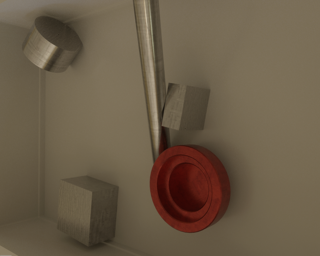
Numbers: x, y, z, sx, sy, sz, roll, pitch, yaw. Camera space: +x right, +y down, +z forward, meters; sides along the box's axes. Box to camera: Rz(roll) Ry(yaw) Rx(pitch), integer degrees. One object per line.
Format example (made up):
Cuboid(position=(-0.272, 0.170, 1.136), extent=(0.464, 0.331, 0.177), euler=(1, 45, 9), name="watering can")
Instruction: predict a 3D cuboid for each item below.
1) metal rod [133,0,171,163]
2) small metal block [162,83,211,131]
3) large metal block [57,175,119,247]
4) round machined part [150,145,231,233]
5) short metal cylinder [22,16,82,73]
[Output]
Cuboid(position=(-0.010, -0.082, 0.326), extent=(0.025, 0.025, 0.298), euler=(23, 132, 37), name="metal rod")
Cuboid(position=(0.031, -0.024, 0.363), extent=(0.025, 0.050, 0.050), euler=(15, 100, 38), name="small metal block")
Cuboid(position=(-0.113, 0.124, 0.481), extent=(0.080, 0.050, 0.079), euler=(8, 95, 39), name="large metal block")
Cuboid(position=(0.038, 0.068, 0.363), extent=(0.098, 0.042, 0.097), euler=(0, 90, 39), name="round machined part")
Cuboid(position=(-0.179, -0.139, 0.515), extent=(0.050, 0.081, 0.080), euler=(-45, 64, 31), name="short metal cylinder")
